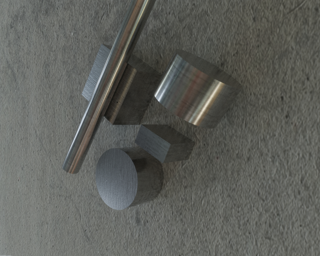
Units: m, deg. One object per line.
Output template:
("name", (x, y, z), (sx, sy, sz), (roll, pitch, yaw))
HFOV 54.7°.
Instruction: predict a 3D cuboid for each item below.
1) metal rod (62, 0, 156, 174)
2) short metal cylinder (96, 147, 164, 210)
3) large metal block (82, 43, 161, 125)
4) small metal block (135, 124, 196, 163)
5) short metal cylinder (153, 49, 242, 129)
("metal rod", (-0.061, -0.065, 0.388), (0.025, 0.025, 0.298), (42, 115, 31))
("short metal cylinder", (-0.042, 0.066, 0.421), (0.080, 0.050, 0.079), (0, 90, 39))
("large metal block", (-0.054, -0.059, 0.431), (0.080, 0.050, 0.079), (41, 115, 32))
("small metal block", (0.006, 0.018, 0.382), (0.050, 0.050, 0.025), (33, 111, 35))
("short metal cylinder", (0.040, -0.043, 0.335), (0.080, 0.081, 0.050), (44, 116, 31))
